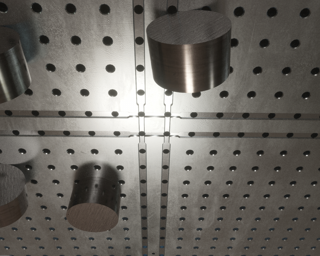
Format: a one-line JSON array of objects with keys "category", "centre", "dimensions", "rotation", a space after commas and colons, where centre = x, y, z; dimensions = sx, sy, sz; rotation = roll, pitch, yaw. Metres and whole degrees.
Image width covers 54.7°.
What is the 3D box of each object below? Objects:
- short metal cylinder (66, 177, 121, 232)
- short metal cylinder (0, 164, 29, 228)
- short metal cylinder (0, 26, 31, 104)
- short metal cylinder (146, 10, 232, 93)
[{"category": "short metal cylinder", "centre": [-0.105, 0.124, 0.500], "dimensions": [0.081, 0.050, 0.079], "rotation": [0, 130, 0]}, {"category": "short metal cylinder", "centre": [-0.240, 0.099, 0.457], "dimensions": [0.081, 0.080, 0.050], "rotation": [7, 130, -7]}, {"category": "short metal cylinder", "centre": [-0.180, -0.065, 0.317], "dimensions": [0.081, 0.080, 0.050], "rotation": [1, 130, -2]}, {"category": "short metal cylinder", "centre": [0.030, -0.078, 0.309], "dimensions": [0.080, 0.080, 0.050], "rotation": [-5, 130, 4]}]
